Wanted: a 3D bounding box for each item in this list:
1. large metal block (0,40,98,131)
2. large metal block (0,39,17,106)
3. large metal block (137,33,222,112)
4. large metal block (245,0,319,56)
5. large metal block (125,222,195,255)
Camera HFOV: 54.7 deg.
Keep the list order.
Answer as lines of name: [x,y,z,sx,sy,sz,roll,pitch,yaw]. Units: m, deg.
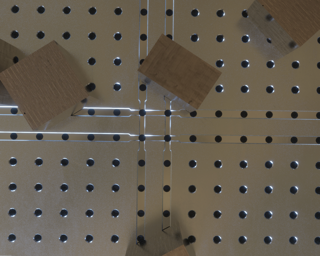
large metal block: [-0.141,-0.052,0.399,0.080,0.050,0.080,-32,90,0]
large metal block: [-0.239,-0.073,0.398,0.081,0.050,0.079,5,90,-1]
large metal block: [0.022,-0.063,0.386,0.080,0.080,0.050,33,90,-1]
large metal block: [0.174,-0.155,0.403,0.080,0.050,0.080,-42,91,0]
large metal block: [0.002,0.170,0.386,0.080,0.080,0.050,-27,90,0]
